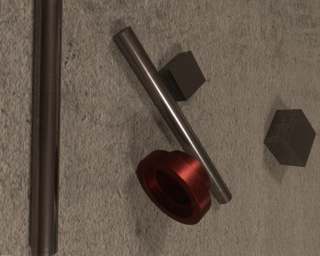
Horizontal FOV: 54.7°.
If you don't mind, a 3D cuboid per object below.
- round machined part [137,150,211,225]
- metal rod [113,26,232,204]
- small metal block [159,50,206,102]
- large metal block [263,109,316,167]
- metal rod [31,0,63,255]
[{"bbox_3d":[0.022,0.066,0.378,0.042,0.098,0.098,-39,114,-33],"label":"round machined part"},{"bbox_3d":[0.029,-0.001,0.431,0.025,0.025,0.299,-49,119,-29],"label":"metal rod"},{"bbox_3d":[0.031,-0.072,0.433,0.050,0.025,0.050,-47,118,-30],"label":"small metal block"},{"bbox_3d":[0.256,0.019,0.607,0.080,0.050,0.080,44,63,-31],"label":"large metal block"},{"bbox_3d":[-0.113,-0.025,0.310,0.025,0.025,0.298,1,89,-40],"label":"metal rod"}]
